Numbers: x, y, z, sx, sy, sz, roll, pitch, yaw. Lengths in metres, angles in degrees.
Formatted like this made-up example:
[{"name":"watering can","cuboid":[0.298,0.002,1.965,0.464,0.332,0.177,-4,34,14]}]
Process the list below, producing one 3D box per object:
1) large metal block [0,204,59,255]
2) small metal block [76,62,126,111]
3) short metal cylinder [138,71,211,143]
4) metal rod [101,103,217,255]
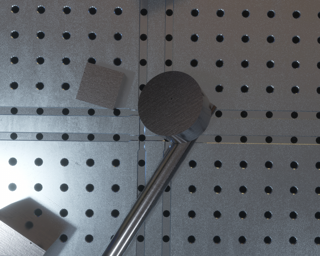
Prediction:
[{"name":"large metal block","cuboid":[-0.194,0.159,0.398,0.080,0.050,0.080,35,90,-1]},{"name":"small metal block","cuboid":[-0.078,-0.054,0.412,0.050,0.025,0.050,17,90,-1]},{"name":"short metal cylinder","cuboid":[0.020,-0.024,0.387,0.080,0.050,0.080,-5,76,19]},{"name":"metal rod","cuboid":[-0.015,0.093,0.413,0.025,0.025,0.299,32,90,-1]}]
